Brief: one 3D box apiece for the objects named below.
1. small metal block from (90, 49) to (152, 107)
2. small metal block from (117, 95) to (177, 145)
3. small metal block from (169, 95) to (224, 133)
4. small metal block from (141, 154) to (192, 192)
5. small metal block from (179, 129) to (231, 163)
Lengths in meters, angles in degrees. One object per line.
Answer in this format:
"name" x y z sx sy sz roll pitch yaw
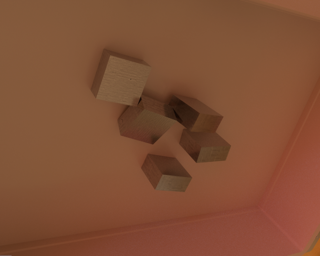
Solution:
"small metal block" -0.044 -0.056 0.350 0.050 0.025 0.050 10 113 -32
"small metal block" -0.016 -0.009 0.383 0.050 0.025 0.050 18 130 -36
"small metal block" 0.044 -0.018 0.399 0.050 0.050 0.025 4 117 -46
"small metal block" 0.009 0.063 0.436 0.050 0.050 0.025 12 112 -33
"small metal block" 0.063 0.024 0.442 0.050 0.050 0.025 -1 119 -28
